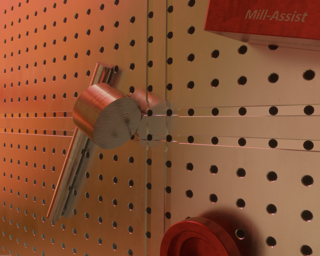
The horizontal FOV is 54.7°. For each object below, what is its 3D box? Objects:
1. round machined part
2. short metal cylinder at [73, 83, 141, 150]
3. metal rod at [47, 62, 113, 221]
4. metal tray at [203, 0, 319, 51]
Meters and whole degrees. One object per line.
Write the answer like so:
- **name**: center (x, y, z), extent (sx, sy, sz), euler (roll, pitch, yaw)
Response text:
- **round machined part**: center (0.051, 0.152, 0.356), extent (0.098, 0.042, 0.097), euler (0, 90, 40)
- **short metal cylinder**: center (-0.073, -0.017, 0.434), extent (0.050, 0.081, 0.079), euler (35, 111, 34)
- **metal rod**: center (-0.140, 0.033, 0.525), extent (0.025, 0.025, 0.298), euler (36, 112, 34)
- **metal tray**: center (0.116, -0.089, 0.269), extent (0.130, 0.091, 0.030), euler (20, 107, 38)
